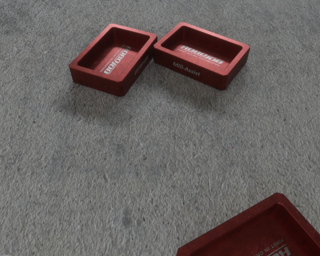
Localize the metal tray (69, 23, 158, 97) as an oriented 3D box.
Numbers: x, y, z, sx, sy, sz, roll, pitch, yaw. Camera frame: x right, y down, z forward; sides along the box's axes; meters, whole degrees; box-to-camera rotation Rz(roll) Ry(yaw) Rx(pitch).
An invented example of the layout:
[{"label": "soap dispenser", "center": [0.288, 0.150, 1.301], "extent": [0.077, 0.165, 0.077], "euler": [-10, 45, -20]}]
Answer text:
[{"label": "metal tray", "center": [-0.070, -0.112, 0.493], "extent": [0.090, 0.030, 0.130], "euler": [19, 52, 15]}]

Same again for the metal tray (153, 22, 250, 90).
[{"label": "metal tray", "center": [0.066, -0.120, 0.500], "extent": [0.130, 0.030, 0.090], "euler": [27, 55, 21]}]

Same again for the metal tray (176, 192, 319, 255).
[{"label": "metal tray", "center": [0.091, 0.129, 0.291], "extent": [0.131, 0.030, 0.090], "euler": [-23, 54, -18]}]
